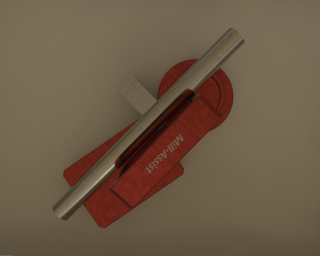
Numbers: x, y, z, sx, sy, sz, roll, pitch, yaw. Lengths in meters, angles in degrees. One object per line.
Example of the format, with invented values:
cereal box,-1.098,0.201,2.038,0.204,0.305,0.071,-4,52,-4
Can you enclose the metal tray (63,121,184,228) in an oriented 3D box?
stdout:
metal tray,-0.046,0.056,0.407,0.130,0.030,0.090,-35,90,-1

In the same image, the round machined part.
round machined part,0.046,-0.041,0.402,0.099,0.042,0.097,0,90,-1

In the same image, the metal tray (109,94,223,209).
metal tray,0.006,0.020,0.340,0.030,0.090,0.130,43,96,-3

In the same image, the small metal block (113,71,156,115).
small metal block,-0.030,-0.042,0.397,0.025,0.050,0.050,-45,91,0

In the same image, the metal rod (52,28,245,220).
metal rod,-0.016,-0.002,0.371,0.025,0.025,0.300,45,94,-1
